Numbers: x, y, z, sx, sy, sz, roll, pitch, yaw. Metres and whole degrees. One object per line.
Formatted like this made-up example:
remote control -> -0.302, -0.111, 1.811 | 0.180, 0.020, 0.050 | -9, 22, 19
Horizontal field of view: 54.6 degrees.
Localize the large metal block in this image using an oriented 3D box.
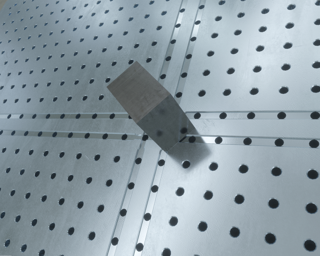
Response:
large metal block -> -0.011, -0.026, 0.395 | 0.050, 0.080, 0.080 | -42, 51, 0
